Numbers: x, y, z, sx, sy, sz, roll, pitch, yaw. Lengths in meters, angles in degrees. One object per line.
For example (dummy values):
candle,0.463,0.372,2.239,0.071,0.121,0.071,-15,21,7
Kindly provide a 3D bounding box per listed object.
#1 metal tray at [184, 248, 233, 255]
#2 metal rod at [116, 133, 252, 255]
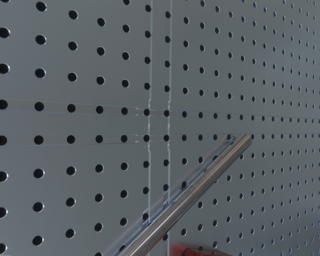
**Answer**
metal tray,0.064,0.252,0.460,0.090,0.030,0.130,23,76,-38
metal rod,0.046,0.095,0.447,0.302,0.025,0.025,-37,113,-34
